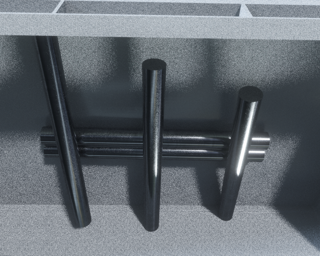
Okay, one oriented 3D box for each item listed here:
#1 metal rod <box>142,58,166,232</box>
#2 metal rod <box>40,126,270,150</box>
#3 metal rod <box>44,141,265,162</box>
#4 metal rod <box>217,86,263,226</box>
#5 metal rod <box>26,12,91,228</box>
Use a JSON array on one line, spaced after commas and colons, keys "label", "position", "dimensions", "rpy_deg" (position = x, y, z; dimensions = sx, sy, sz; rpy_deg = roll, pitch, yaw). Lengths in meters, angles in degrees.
[{"label": "metal rod", "position": [-0.010, 0.047, 0.415], "dimensions": [0.025, 0.025, 0.298], "rpy_deg": [1, 131, -1]}, {"label": "metal rod", "position": [-0.005, 0.014, 0.420], "dimensions": [0.302, 0.025, 0.025], "rpy_deg": [1, 130, -2]}, {"label": "metal rod", "position": [-0.006, 0.032, 0.435], "dimensions": [0.302, 0.025, 0.025], "rpy_deg": [1, 130, -2]}, {"label": "metal rod", "position": [0.104, 0.063, 0.433], "dimensions": [0.025, 0.025, 0.298], "rpy_deg": [-3, 139, 2]}, {"label": "metal rod", "position": [-0.117, 0.014, 0.386], "dimensions": [0.025, 0.025, 0.298], "rpy_deg": [-1, 122, 0]}]
